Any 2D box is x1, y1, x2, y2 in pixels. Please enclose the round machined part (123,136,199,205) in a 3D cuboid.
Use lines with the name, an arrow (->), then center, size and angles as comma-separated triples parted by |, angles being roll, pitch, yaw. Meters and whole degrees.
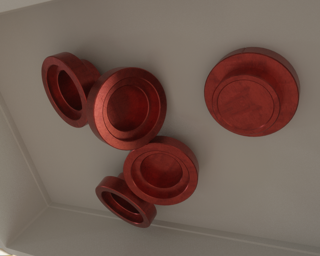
round machined part -> 0.004, 0.053, 0.417 | 0.098, 0.042, 0.097 | 5, 117, 9

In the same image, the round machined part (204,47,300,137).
round machined part -> 0.094, -0.032, 0.328 | 0.098, 0.042, 0.097 | 13, 124, 20

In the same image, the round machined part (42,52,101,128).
round machined part -> -0.109, -0.053, 0.409 | 0.098, 0.042, 0.097 | 26, 132, 33

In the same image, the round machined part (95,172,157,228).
round machined part -> -0.046, 0.106, 0.474 | 0.098, 0.042, 0.097 | 24, 144, 19

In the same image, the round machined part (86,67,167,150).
round machined part -> -0.043, -0.025, 0.375 | 0.042, 0.099, 0.097 | 18, 131, 52
